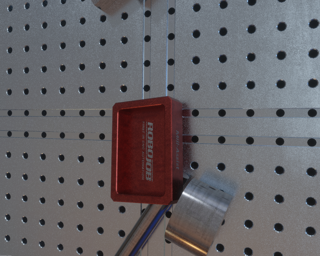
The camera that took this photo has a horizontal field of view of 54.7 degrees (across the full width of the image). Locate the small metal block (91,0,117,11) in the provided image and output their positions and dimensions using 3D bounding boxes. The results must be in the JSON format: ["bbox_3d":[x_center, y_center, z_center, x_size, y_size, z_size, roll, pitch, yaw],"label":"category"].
[{"bbox_3d":[-0.080,-0.206,0.441,0.050,0.025,0.050,-34,79,17],"label":"small metal block"}]

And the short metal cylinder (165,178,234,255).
[{"bbox_3d":[0.047,0.106,0.367,0.050,0.080,0.080,24,98,18],"label":"short metal cylinder"}]

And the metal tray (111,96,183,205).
[{"bbox_3d":[-0.018,0.029,0.399,0.090,0.030,0.129,-4,81,29],"label":"metal tray"}]

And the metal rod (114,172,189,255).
[{"bbox_3d":[-0.052,0.182,0.430,0.025,0.025,0.299,36,101,16],"label":"metal rod"}]
